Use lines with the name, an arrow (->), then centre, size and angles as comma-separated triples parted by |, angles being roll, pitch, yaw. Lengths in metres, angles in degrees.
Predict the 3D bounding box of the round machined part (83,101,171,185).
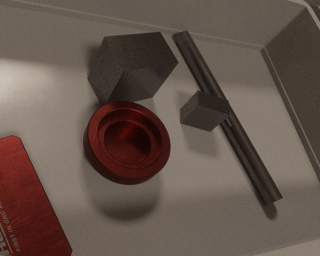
round machined part -> -0.041, 0.020, 0.362 | 0.099, 0.042, 0.098 | 14, 56, -21

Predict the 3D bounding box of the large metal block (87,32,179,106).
large metal block -> -0.037, -0.074, 0.397 | 0.081, 0.080, 0.050 | -18, 71, -35

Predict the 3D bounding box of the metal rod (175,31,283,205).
metal rod -> 0.098, -0.026, 0.476 | 0.025, 0.025, 0.299 | -13, 69, -34

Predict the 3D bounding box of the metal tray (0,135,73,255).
metal tray -> -0.148, 0.079, 0.275 | 0.091, 0.030, 0.130 | -21, 73, -36

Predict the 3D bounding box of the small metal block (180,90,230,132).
small metal block -> 0.063, -0.022, 0.439 | 0.050, 0.050, 0.025 | 16, 56, -20
